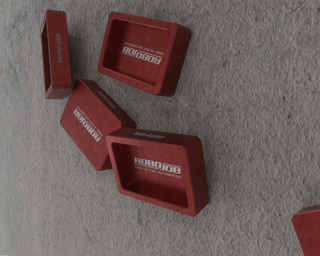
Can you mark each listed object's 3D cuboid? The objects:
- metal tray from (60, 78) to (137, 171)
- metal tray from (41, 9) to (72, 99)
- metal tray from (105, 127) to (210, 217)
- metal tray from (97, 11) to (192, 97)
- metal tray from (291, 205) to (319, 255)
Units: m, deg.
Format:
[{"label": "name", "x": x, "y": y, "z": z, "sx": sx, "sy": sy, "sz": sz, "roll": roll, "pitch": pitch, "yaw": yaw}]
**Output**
[{"label": "metal tray", "x": -0.102, "y": -0.007, "z": 0.486, "sx": 0.130, "sy": 0.030, "sz": 0.089, "roll": 44, "pitch": 116, "yaw": 31}, {"label": "metal tray", "x": -0.179, "y": -0.121, "z": 0.527, "sx": 0.090, "sy": 0.030, "sz": 0.129, "roll": -16, "pitch": 79, "yaw": 62}, {"label": "metal tray", "x": -0.006, "y": 0.050, "z": 0.387, "sx": 0.130, "sy": 0.030, "sz": 0.089, "roll": 6, "pitch": 115, "yaw": 39}, {"label": "metal tray", "x": -0.027, "y": -0.103, "z": 0.423, "sx": 0.130, "sy": 0.030, "sz": 0.089, "roll": 26, "pitch": 106, "yaw": 37}, {"label": "metal tray", "x": 0.179, "y": 0.125, "z": 0.254, "sx": 0.090, "sy": 0.030, "sz": 0.129, "roll": -26, "pitch": 74, "yaw": 37}]
